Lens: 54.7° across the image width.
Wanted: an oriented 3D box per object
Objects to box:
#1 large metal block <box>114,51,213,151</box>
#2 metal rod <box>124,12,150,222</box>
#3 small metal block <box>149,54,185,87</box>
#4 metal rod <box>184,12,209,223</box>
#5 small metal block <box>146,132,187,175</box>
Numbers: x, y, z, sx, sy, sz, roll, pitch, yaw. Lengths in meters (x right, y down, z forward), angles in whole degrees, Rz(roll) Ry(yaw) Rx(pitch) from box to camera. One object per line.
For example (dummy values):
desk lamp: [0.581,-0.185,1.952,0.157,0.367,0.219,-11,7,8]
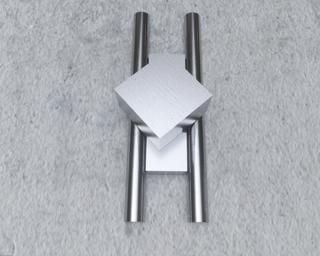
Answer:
large metal block: [0.004,-0.033,0.379,0.080,0.050,0.080,-39,75,-13]
metal rod: [-0.029,-0.028,0.420,0.025,0.025,0.299,1,70,0]
small metal block: [0.009,-0.076,0.436,0.050,0.025,0.050,1,70,0]
metal rod: [0.047,-0.028,0.420,0.025,0.025,0.299,1,70,0]
small metal block: [0.008,0.033,0.396,0.050,0.025,0.050,1,70,0]
